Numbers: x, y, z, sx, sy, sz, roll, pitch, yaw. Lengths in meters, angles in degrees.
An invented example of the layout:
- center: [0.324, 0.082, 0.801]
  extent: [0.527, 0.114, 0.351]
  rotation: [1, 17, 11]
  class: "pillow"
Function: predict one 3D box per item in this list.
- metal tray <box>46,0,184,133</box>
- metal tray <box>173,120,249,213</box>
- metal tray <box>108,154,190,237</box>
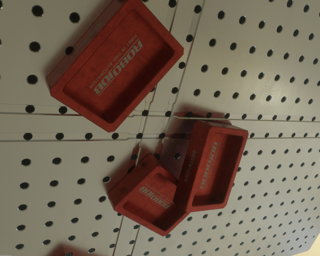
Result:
- center: [-0.047, -0.068, 0.341]
  extent: [0.130, 0.030, 0.090]
  rotation: [-48, 129, 5]
  class: "metal tray"
- center: [0.077, 0.058, 0.463]
  extent: [0.091, 0.030, 0.129]
  rotation: [7, 102, -39]
  class: "metal tray"
- center: [-0.003, 0.107, 0.474]
  extent: [0.090, 0.030, 0.130]
  rotation: [-45, 130, 2]
  class: "metal tray"
